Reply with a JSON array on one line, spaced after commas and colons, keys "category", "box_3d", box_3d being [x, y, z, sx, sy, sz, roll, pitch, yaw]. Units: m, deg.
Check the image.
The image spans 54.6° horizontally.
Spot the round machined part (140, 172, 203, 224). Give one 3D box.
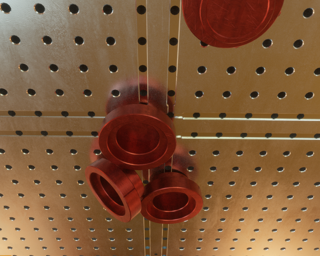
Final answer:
[{"category": "round machined part", "box_3d": [0.016, 0.106, 0.488, 0.099, 0.042, 0.097, -3, 132, -3]}]

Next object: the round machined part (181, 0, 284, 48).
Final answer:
[{"category": "round machined part", "box_3d": [0.070, -0.121, 0.298, 0.099, 0.042, 0.097, 0, 130, 0]}]

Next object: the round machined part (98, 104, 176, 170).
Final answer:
[{"category": "round machined part", "box_3d": [-0.028, 0.007, 0.406, 0.099, 0.042, 0.097, 0, 130, 0]}]

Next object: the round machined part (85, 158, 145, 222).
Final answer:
[{"category": "round machined part", "box_3d": [-0.061, 0.084, 0.449, 0.098, 0.042, 0.097, 31, 140, 31]}]
